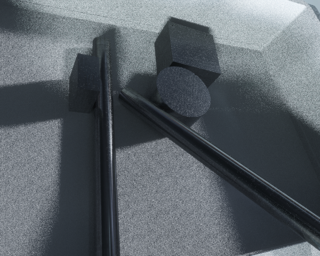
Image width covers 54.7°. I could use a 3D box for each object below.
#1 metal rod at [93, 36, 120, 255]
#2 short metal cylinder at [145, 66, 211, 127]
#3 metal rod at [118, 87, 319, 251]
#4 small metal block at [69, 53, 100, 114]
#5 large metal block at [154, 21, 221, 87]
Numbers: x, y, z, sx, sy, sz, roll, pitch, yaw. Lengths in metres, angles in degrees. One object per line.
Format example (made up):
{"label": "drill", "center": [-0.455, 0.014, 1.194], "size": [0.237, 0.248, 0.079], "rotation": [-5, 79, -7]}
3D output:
{"label": "metal rod", "center": [-0.066, 0.011, 0.364], "size": [0.025, 0.025, 0.299], "rotation": [7, 58, -25]}
{"label": "short metal cylinder", "center": [0.022, -0.037, 0.426], "size": [0.081, 0.050, 0.080], "rotation": [14, 56, -21]}
{"label": "metal rod", "center": [0.059, 0.033, 0.336], "size": [0.025, 0.025, 0.300], "rotation": [-27, 50, -37]}
{"label": "small metal block", "center": [-0.092, -0.053, 0.373], "size": [0.025, 0.050, 0.050], "rotation": [7, 59, -25]}
{"label": "large metal block", "center": [0.041, -0.109, 0.480], "size": [0.081, 0.050, 0.080], "rotation": [9, 58, -24]}
